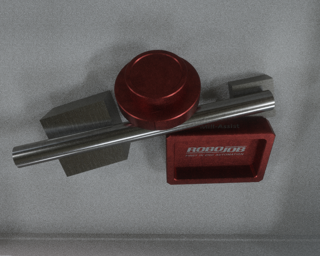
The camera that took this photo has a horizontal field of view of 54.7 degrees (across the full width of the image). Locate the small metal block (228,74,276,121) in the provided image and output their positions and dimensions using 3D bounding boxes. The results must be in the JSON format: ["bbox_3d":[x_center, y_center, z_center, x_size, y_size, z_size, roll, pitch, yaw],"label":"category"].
[{"bbox_3d":[0.118,-0.037,0.397,0.050,0.025,0.050,-11,110,3],"label":"small metal block"}]

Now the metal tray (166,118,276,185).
[{"bbox_3d":[0.073,0.032,0.405,0.131,0.030,0.089,-2,130,-1],"label":"metal tray"}]

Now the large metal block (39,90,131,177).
[{"bbox_3d":[-0.091,0.006,0.396,0.080,0.050,0.080,-17,110,5],"label":"large metal block"}]

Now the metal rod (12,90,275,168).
[{"bbox_3d":[-0.015,0.000,0.362,0.302,0.025,0.025,-13,110,-4],"label":"metal rod"}]

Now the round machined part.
[{"bbox_3d":[-0.003,-0.049,0.350,0.099,0.098,0.042,-4,151,1],"label":"round machined part"}]
